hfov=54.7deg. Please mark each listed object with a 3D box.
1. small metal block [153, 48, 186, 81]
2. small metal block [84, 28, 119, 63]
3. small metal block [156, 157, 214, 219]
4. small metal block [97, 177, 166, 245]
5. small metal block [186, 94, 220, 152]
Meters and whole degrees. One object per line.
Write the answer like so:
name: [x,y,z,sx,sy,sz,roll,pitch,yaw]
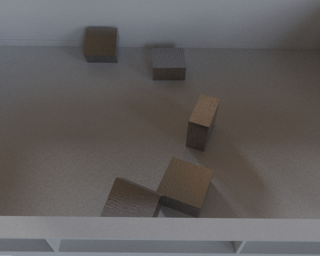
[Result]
small metal block: [0.014,-0.102,0.491,0.050,0.025,0.050,-1,50,-1]
small metal block: [-0.095,-0.135,0.506,0.050,0.025,0.050,1,74,0]
small metal block: [0.028,0.066,0.350,0.050,0.025,0.050,18,52,14]
small metal block: [-0.029,0.084,0.320,0.050,0.025,0.050,20,83,15]
small metal block: [0.054,-0.006,0.395,0.025,0.050,0.050,17,52,13]
